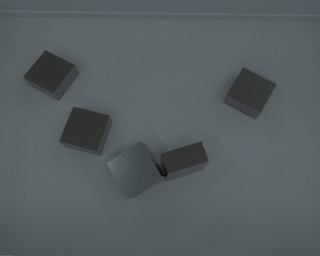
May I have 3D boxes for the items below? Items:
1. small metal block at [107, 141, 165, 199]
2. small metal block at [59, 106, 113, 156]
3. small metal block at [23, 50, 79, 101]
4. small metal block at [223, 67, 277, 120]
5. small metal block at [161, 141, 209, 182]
[{"bbox_3d":[-0.029,0.052,0.384,0.050,0.025,0.050,-34,73,5],"label":"small metal block"},{"bbox_3d":[-0.096,0.005,0.407,0.050,0.025,0.050,14,71,5],"label":"small metal block"},{"bbox_3d":[-0.152,-0.074,0.435,0.050,0.025,0.050,28,72,9],"label":"small metal block"},{"bbox_3d":[0.123,-0.048,0.428,0.050,0.025,0.050,30,73,10],"label":"small metal block"},{"bbox_3d":[0.029,0.042,0.381,0.050,0.050,0.025,-17,71,-6],"label":"small metal block"}]
